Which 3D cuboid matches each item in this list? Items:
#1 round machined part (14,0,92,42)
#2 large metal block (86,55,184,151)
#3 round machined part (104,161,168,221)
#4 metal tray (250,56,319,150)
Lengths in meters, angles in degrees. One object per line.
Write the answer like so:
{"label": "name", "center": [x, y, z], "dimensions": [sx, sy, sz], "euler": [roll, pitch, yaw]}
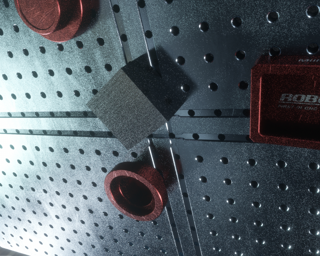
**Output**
{"label": "round machined part", "center": [-0.137, -0.153, 0.378], "dimensions": [0.098, 0.042, 0.097], "euler": [13, 124, 21]}
{"label": "large metal block", "center": [-0.032, -0.031, 0.393], "dimensions": [0.080, 0.050, 0.080], "euler": [49, 129, -6]}
{"label": "round machined part", "center": [-0.032, 0.091, 0.474], "dimensions": [0.098, 0.042, 0.097], "euler": [13, 124, 21]}
{"label": "metal tray", "center": [0.160, -0.024, 0.308], "dimensions": [0.130, 0.030, 0.089], "euler": [7, 122, 24]}
